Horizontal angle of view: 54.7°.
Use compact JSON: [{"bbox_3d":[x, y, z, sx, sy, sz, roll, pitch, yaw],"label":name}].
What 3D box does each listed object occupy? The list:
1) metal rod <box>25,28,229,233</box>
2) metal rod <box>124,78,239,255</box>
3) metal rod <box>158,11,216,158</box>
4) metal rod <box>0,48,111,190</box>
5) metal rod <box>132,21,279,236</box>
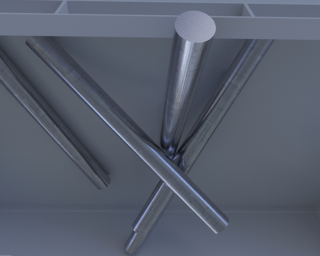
[{"bbox_3d":[-0.029,0.010,0.350,0.300,0.025,0.025,46,118,-9],"label":"metal rod"},{"bbox_3d":[0.023,0.061,0.416,0.025,0.025,0.298,21,113,-17],"label":"metal rod"},{"bbox_3d":[0.013,-0.002,0.324,0.025,0.025,0.299,3,156,-3],"label":"metal rod"},{"bbox_3d":[-0.149,-0.018,0.391,0.025,0.025,0.299,-19,128,15],"label":"metal rod"},{"bbox_3d":[0.041,0.018,0.369,0.025,0.025,0.298,22,113,-18],"label":"metal rod"}]
